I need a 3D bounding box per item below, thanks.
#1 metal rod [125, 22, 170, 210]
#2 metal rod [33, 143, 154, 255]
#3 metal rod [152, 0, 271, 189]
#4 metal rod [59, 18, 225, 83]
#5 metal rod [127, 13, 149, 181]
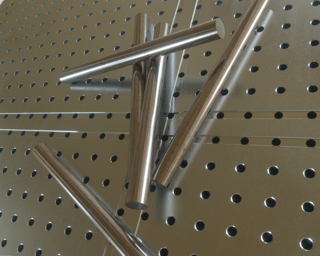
[{"bbox_3d":[-0.011,-0.039,0.421,0.025,0.025,0.300,-9,53,23],"label":"metal rod"},{"bbox_3d":[-0.086,0.099,0.390,0.300,0.025,0.025,33,80,38],"label":"metal rod"},{"bbox_3d":[0.073,-0.059,0.405,0.025,0.025,0.300,20,72,35],"label":"metal rod"},{"bbox_3d":[-0.048,-0.106,0.464,0.300,0.025,0.025,-7,58,35],"label":"metal rod"},{"bbox_3d":[-0.030,-0.063,0.460,0.025,0.025,0.299,-14,56,20],"label":"metal rod"}]
